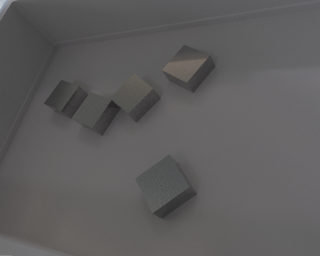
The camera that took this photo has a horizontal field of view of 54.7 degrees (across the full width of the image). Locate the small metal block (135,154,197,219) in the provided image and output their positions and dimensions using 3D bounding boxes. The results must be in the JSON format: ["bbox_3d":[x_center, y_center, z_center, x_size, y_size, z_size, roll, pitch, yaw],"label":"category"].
[{"bbox_3d":[0.007,0.068,0.361,0.050,0.025,0.050,-36,51,4],"label":"small metal block"}]

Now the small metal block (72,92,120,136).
[{"bbox_3d":[-0.097,-0.022,0.471,0.050,0.025,0.050,22,73,36],"label":"small metal block"}]

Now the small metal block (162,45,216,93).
[{"bbox_3d":[0.040,-0.084,0.436,0.050,0.025,0.050,34,81,38],"label":"small metal block"}]

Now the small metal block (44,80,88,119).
[{"bbox_3d":[-0.157,-0.049,0.518,0.050,0.025,0.050,21,73,35],"label":"small metal block"}]

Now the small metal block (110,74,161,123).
[{"bbox_3d":[-0.036,-0.044,0.452,0.050,0.025,0.050,-46,51,-4],"label":"small metal block"}]
